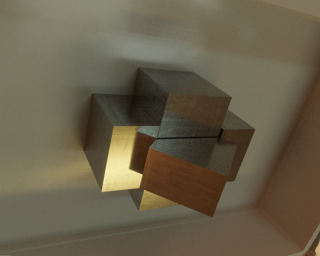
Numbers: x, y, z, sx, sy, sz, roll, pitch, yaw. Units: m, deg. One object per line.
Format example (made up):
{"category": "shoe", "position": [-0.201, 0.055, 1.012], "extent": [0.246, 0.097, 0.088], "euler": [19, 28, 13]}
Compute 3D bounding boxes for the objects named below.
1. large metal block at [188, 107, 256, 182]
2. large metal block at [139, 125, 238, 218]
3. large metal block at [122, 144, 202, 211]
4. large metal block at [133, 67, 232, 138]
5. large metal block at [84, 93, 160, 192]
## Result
{"category": "large metal block", "position": [0.070, 0.018, 0.418], "extent": [0.050, 0.080, 0.079], "euler": [0, 119, -29]}
{"category": "large metal block", "position": [0.034, 0.041, 0.342], "extent": [0.080, 0.080, 0.050], "euler": [-46, 153, -62]}
{"category": "large metal block", "position": [-0.001, 0.057, 0.406], "extent": [0.081, 0.080, 0.050], "euler": [0, 119, -28]}
{"category": "large metal block", "position": [0.022, -0.031, 0.364], "extent": [0.081, 0.080, 0.050], "euler": [0, 119, -28]}
{"category": "large metal block", "position": [-0.048, 0.014, 0.355], "extent": [0.050, 0.080, 0.079], "euler": [0, 119, -29]}
